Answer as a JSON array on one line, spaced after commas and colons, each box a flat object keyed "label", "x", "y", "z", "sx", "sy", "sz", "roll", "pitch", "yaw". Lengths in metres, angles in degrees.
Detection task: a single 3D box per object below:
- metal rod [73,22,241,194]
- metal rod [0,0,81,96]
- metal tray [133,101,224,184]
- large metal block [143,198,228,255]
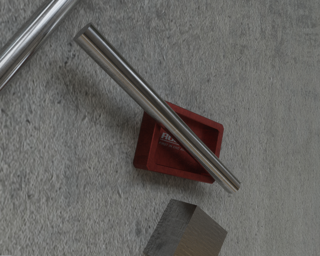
[{"label": "metal rod", "x": 0.016, "y": -0.004, "z": 0.380, "sx": 0.300, "sy": 0.025, "sz": 0.025, "roll": 44, "pitch": 63, "yaw": -31}, {"label": "metal rod", "x": -0.100, "y": -0.132, "z": 0.321, "sx": 0.025, "sy": 0.025, "sz": 0.300, "roll": 44, "pitch": 63, "yaw": -32}, {"label": "metal tray", "x": 0.031, "y": 0.023, "z": 0.429, "sx": 0.131, "sy": 0.030, "sz": 0.090, "roll": 19, "pitch": 78, "yaw": -39}, {"label": "large metal block", "x": 0.037, "y": 0.155, "z": 0.422, "sx": 0.080, "sy": 0.050, "sz": 0.080, "roll": 46, "pitch": 63, "yaw": -31}]
